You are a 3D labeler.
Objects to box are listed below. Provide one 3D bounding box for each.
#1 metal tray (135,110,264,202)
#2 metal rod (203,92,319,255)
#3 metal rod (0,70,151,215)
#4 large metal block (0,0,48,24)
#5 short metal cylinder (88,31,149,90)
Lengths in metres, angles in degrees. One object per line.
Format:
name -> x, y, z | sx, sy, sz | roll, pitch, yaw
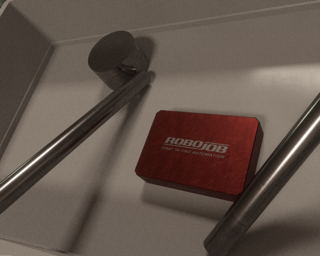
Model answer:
metal tray -> 0.044, 0.028, 0.361 | 0.130, 0.030, 0.090 | 7, 65, 30
metal rod -> 0.129, -0.001, 0.261 | 0.025, 0.025, 0.298 | 46, 113, 39
metal rod -> -0.106, 0.011, 0.374 | 0.025, 0.025, 0.301 | 13, 43, 33
large metal block -> -0.334, -0.304, 0.750 | 0.080, 0.050, 0.080 | 21, 73, 35
short metal cylinder -> -0.064, -0.105, 0.486 | 0.080, 0.050, 0.080 | -13, 56, 20
